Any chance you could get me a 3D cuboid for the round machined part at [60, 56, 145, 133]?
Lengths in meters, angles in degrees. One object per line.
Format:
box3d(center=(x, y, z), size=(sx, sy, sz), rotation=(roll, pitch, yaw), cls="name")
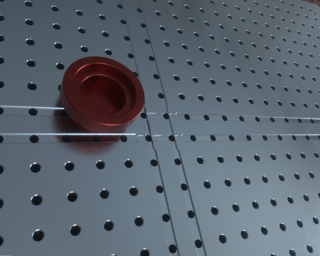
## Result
box3d(center=(-0.072, -0.036, 0.380), size=(0.099, 0.042, 0.098), rotation=(13, 56, -21), cls="round machined part")
